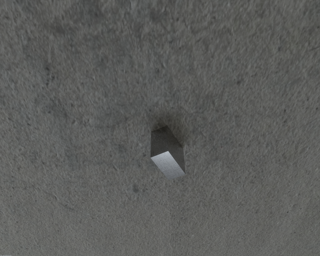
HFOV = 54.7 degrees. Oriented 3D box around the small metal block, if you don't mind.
[{"bbox_3d":[0.011,0.033,0.420,0.025,0.050,0.050,-23,127,18],"label":"small metal block"}]
